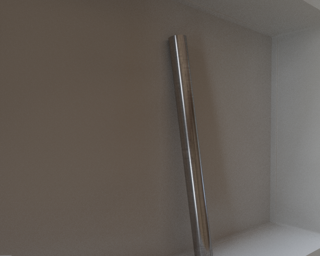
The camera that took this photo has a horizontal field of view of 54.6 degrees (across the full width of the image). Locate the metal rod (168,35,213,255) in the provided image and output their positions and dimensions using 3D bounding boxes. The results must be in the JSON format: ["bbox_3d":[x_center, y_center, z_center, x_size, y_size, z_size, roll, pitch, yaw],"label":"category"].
[{"bbox_3d":[0.042,0.024,0.422,0.025,0.025,0.298,-6,89,-40],"label":"metal rod"}]
